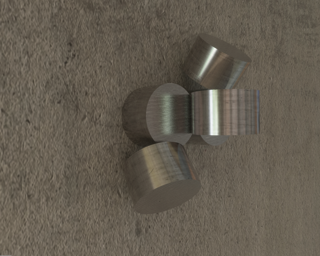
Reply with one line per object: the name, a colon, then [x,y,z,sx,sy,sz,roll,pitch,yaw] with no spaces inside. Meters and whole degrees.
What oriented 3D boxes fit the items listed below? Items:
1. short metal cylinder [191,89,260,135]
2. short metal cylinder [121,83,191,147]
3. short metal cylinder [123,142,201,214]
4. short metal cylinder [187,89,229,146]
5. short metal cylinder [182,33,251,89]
short metal cylinder: [0.078,-0.018,0.373,0.081,0.080,0.050,-2,92,-40]
short metal cylinder: [-0.001,-0.014,0.390,0.081,0.050,0.079,0,90,-40]
short metal cylinder: [0.002,0.060,0.365,0.081,0.080,0.050,10,45,-40]
short metal cylinder: [0.061,-0.016,0.442,0.081,0.050,0.079,0,90,-40]
short metal cylinder: [0.078,-0.090,0.429,0.081,0.080,0.050,1,128,-40]
